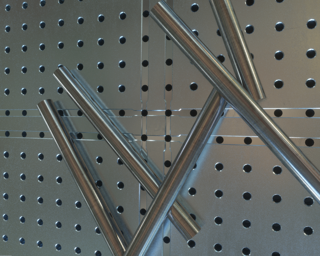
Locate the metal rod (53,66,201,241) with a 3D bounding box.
[{"bbox_3d":[-0.053,0.027,0.429,0.025,0.025,0.300,-44,77,14],"label":"metal rod"}]

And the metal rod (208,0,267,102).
[{"bbox_3d":[0.070,-0.173,0.387,0.025,0.025,0.299,-20,84,18],"label":"metal rod"}]

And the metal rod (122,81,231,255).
[{"bbox_3d":[0.014,0.073,0.383,0.025,0.025,0.299,28,90,17],"label":"metal rod"}]

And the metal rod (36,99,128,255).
[{"bbox_3d":[-0.102,0.090,0.447,0.025,0.025,0.299,-33,80,17],"label":"metal rod"}]

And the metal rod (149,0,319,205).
[{"bbox_3d":[0.095,-0.028,0.355,0.025,0.025,0.300,-42,86,15],"label":"metal rod"}]
